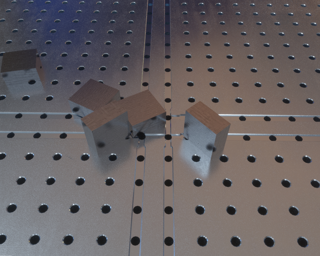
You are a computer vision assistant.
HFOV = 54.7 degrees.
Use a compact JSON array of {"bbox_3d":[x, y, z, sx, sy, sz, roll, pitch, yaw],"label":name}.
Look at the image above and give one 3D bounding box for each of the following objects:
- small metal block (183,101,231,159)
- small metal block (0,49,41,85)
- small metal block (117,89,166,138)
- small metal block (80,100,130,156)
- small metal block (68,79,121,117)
[{"bbox_3d":[0.057,0.003,0.390,0.025,0.050,0.050,-34,58,-25],"label":"small metal block"},{"bbox_3d":[-0.217,-0.096,0.486,0.050,0.025,0.050,-10,51,-9],"label":"small metal block"},{"bbox_3d":[-0.026,-0.021,0.425,0.050,0.025,0.050,-24,54,-19],"label":"small metal block"},{"bbox_3d":[-0.067,0.000,0.391,0.050,0.050,0.025,-33,58,-25],"label":"small metal block"},{"bbox_3d":[-0.091,-0.038,0.438,0.050,0.025,0.050,23,54,18],"label":"small metal block"}]
